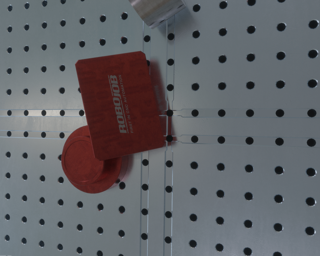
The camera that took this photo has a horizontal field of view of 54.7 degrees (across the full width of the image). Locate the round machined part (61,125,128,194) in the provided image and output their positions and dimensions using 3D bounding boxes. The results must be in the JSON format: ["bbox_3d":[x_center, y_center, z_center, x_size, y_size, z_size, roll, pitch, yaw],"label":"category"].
[{"bbox_3d":[-0.099,0.045,0.438,0.098,0.042,0.097,0,90,20],"label":"round machined part"}]

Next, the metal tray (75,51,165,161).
[{"bbox_3d":[-0.052,-0.029,0.405,0.091,0.030,0.129,-12,85,-13],"label":"metal tray"}]

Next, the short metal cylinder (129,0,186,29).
[{"bbox_3d":[-0.010,-0.172,0.387,0.050,0.080,0.080,-30,81,18],"label":"short metal cylinder"}]
